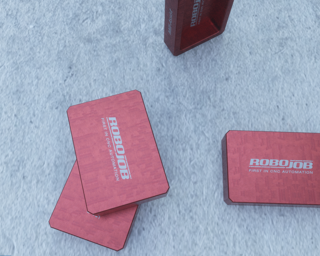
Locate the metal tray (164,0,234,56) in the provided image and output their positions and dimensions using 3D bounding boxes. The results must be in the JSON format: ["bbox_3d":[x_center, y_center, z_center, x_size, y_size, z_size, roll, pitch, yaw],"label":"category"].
[{"bbox_3d":[0.052,-0.159,0.411,0.090,0.130,0.030,-29,73,-10],"label":"metal tray"}]

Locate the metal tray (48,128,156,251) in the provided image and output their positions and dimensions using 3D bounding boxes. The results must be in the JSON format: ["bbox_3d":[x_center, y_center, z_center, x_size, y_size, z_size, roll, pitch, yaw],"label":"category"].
[{"bbox_3d":[-0.064,0.071,0.379,0.090,0.030,0.130,18,71,6],"label":"metal tray"}]

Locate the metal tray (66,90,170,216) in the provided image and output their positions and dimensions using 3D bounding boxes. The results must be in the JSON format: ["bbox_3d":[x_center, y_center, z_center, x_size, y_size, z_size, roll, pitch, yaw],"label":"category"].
[{"bbox_3d":[-0.050,0.027,0.363,0.091,0.030,0.130,-15,71,-6],"label":"metal tray"}]

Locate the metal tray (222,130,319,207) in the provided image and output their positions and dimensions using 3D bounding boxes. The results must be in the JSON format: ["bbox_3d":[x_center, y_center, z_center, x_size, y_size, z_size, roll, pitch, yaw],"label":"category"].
[{"bbox_3d":[0.147,0.051,0.389,0.131,0.030,0.090,2,70,0],"label":"metal tray"}]
